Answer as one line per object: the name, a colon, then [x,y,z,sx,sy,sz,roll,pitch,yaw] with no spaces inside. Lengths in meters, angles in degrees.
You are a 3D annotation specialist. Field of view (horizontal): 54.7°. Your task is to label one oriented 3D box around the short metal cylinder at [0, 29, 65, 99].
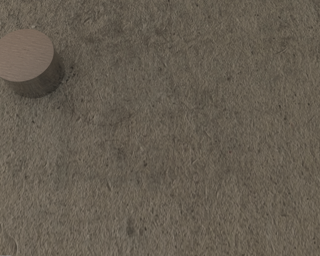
short metal cylinder: [-0.178,-0.087,0.425,0.081,0.050,0.080,0,70,0]
